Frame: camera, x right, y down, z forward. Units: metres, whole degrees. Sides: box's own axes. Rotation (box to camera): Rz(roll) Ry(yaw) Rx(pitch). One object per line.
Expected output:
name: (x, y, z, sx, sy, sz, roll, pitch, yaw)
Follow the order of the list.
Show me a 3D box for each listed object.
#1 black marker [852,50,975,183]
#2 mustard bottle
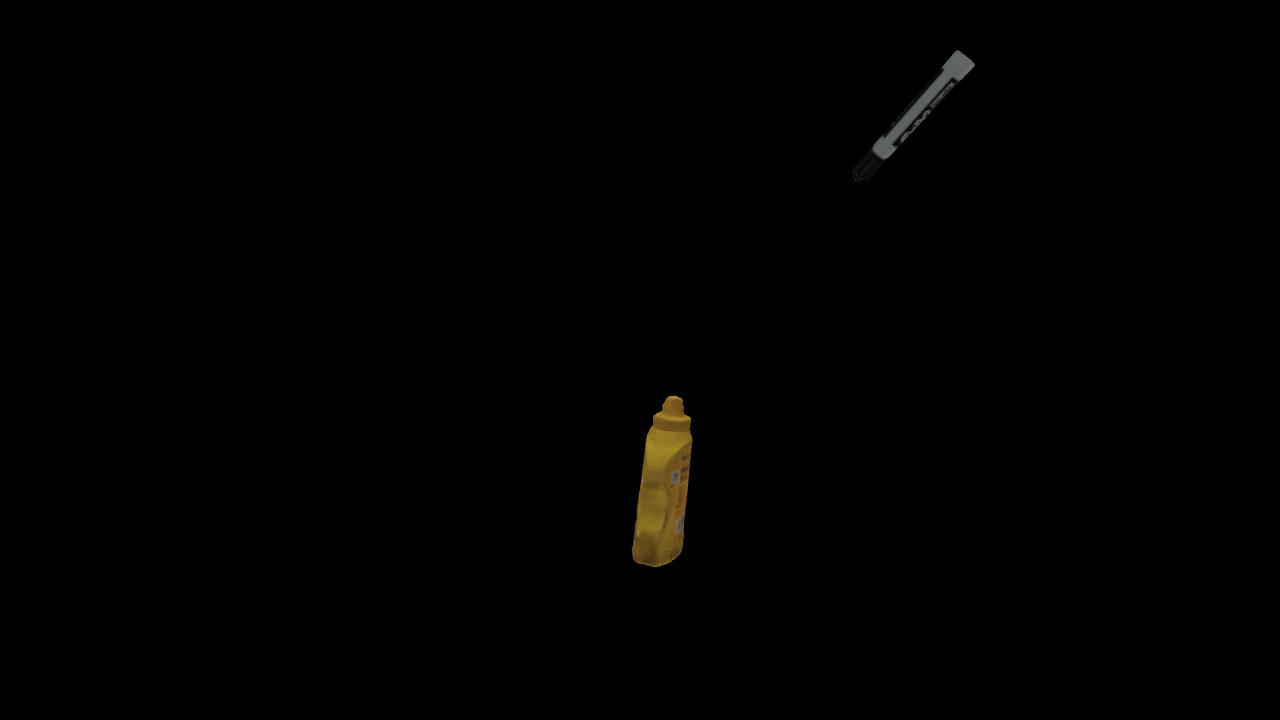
black marker: (0.223, -0.199, 0.515, 0.020, 0.020, 0.121, 0, -38, -40)
mustard bottle: (0.030, 0.131, 0.697, 0.054, 0.184, 0.092, 10, 8, 25)
